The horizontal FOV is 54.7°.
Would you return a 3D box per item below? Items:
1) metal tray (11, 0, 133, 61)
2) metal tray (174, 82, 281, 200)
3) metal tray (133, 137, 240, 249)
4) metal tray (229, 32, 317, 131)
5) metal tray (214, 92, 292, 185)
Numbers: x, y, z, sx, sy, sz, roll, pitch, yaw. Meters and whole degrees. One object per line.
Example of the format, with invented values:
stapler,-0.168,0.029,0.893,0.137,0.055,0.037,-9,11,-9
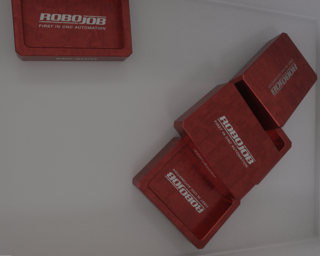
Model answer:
metal tray,-0.102,-0.127,0.369,0.131,0.030,0.089,-4,92,-20
metal tray,0.091,0.017,0.409,0.090,0.030,0.130,-40,103,-16
metal tray,0.038,0.087,0.421,0.090,0.030,0.130,-45,104,-14
metal tray,0.167,-0.069,0.448,0.090,0.030,0.131,50,60,-8
metal tray,0.124,0.007,0.453,0.090,0.030,0.130,-44,104,-15
